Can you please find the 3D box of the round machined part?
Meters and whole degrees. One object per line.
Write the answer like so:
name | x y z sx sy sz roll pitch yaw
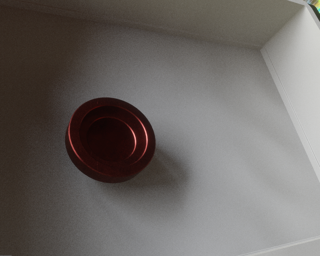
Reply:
round machined part | -0.058 0.017 0.354 0.099 0.042 0.098 14 56 -21
